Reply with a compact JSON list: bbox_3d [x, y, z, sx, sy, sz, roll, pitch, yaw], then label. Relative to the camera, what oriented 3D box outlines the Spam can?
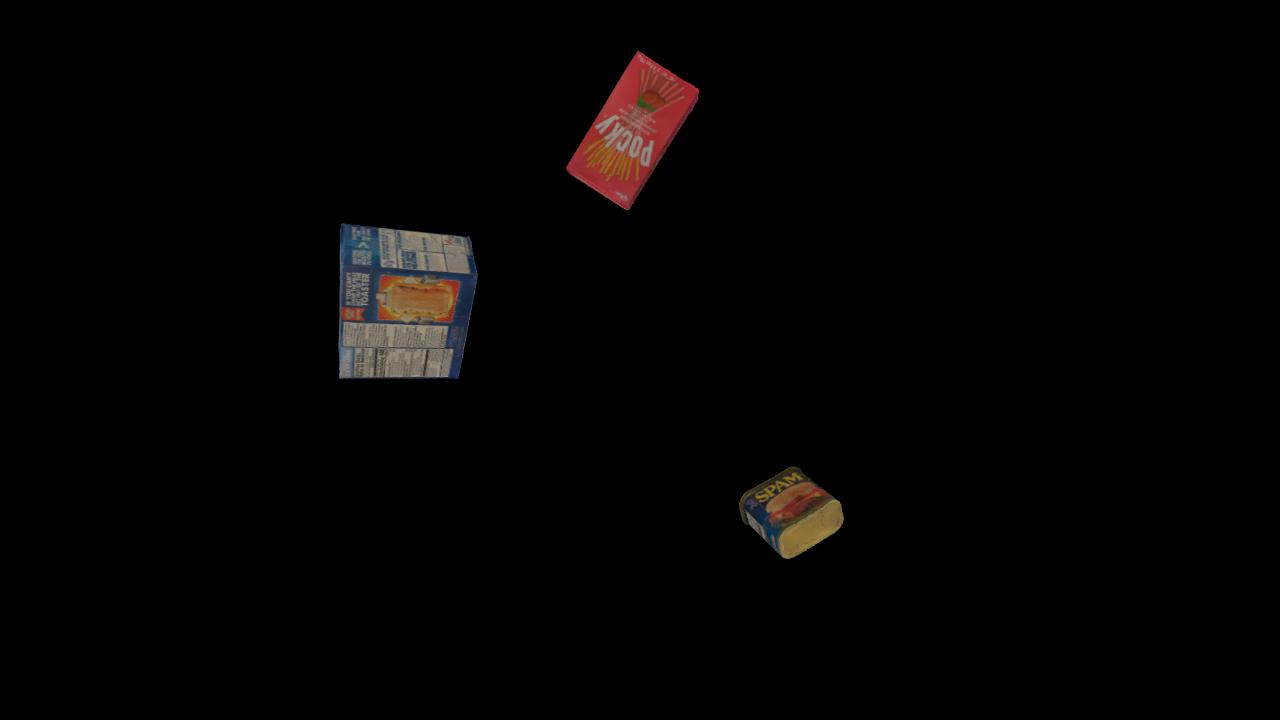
[{"bbox_3d":[0.193,0.195,0.785,0.101,0.058,0.085,-26,29,-14],"label":"Spam can"}]

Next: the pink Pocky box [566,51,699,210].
[{"bbox_3d":[-0.008,-0.259,0.699,0.084,0.155,0.029,33,4,0],"label":"pink Pocky box"}]

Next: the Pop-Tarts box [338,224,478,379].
[{"bbox_3d":[-0.280,-0.063,0.731,0.141,0.167,0.083,0,43,-26],"label":"Pop-Tarts box"}]
